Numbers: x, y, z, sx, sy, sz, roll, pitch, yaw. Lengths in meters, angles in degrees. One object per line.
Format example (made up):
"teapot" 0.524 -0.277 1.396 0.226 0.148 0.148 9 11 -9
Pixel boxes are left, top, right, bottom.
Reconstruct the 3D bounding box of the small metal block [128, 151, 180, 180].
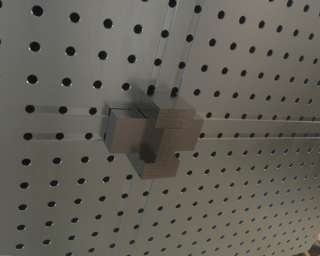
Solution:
"small metal block" -0.009 0.043 0.418 0.050 0.050 0.025 1 118 -29

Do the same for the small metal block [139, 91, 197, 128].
"small metal block" 0.009 -0.023 0.387 0.050 0.050 0.025 1 118 -29

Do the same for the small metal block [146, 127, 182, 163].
"small metal block" 0.000 0.010 0.402 0.025 0.050 0.050 1 118 -29

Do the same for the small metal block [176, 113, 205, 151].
"small metal block" 0.027 0.004 0.430 0.050 0.025 0.050 1 118 -29

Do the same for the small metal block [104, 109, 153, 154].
"small metal block" -0.039 0.004 0.393 0.050 0.025 0.050 0 118 -29
